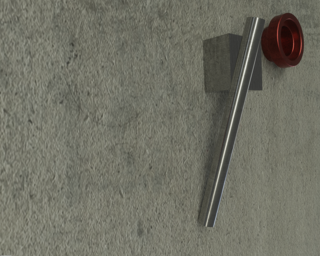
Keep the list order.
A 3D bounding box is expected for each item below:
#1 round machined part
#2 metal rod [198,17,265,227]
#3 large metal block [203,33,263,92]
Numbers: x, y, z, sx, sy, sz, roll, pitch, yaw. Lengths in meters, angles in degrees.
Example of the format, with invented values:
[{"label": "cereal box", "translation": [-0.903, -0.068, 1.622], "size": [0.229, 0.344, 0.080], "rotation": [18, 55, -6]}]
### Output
[{"label": "round machined part", "translation": [0.228, -0.162, 0.584], "size": [0.099, 0.042, 0.097], "rotation": [0, 90, -40]}, {"label": "metal rod", "translation": [0.099, -0.001, 0.439], "size": [0.025, 0.025, 0.298], "rotation": [3, 103, -40]}, {"label": "large metal block", "translation": [0.114, -0.097, 0.484], "size": [0.081, 0.050, 0.079], "rotation": [-5, 93, -40]}]
